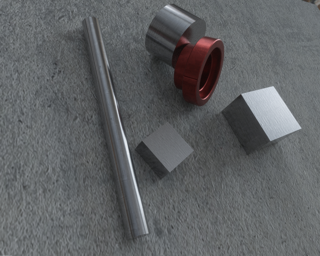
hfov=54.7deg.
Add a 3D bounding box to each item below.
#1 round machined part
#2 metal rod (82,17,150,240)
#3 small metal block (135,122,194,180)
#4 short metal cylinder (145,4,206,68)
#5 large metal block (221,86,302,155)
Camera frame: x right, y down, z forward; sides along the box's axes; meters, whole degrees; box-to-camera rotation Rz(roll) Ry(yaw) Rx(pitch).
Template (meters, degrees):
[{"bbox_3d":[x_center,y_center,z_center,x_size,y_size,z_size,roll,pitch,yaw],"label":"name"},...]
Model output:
[{"bbox_3d":[0.054,-0.084,0.449,0.042,0.097,0.098,21,47,23],"label":"round machined part"},{"bbox_3d":[-0.060,-0.018,0.383,0.025,0.025,0.299,-2,63,-30],"label":"metal rod"},{"bbox_3d":[0.006,0.028,0.391,0.050,0.025,0.050,49,51,6],"label":"small metal block"},{"bbox_3d":[0.024,-0.134,0.457,0.050,0.079,0.080,37,49,19],"label":"short metal cylinder"},{"bbox_3d":[0.157,-0.013,0.483,0.081,0.050,0.080,-15,70,-35],"label":"large metal block"}]
